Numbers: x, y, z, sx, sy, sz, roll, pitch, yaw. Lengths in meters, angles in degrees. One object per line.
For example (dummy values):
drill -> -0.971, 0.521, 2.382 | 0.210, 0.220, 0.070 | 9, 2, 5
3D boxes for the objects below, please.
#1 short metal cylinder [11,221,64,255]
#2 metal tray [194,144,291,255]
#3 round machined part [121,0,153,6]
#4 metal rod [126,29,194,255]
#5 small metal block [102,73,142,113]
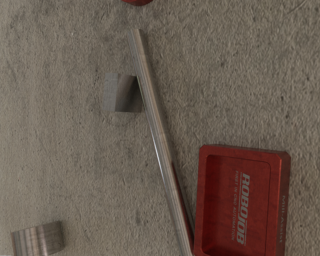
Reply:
short metal cylinder -> -0.214, 0.198, 0.542 | 0.080, 0.081, 0.050 | -22, 76, 37
metal tray -> 0.085, 0.086, 0.330 | 0.090, 0.030, 0.129 | 5, 93, 39
round machined part -> -0.035, -0.222, 0.421 | 0.098, 0.042, 0.097 | 0, 90, 39
metal rod -> 0.001, 0.011, 0.402 | 0.025, 0.025, 0.299 | -23, 76, 37
small metal block -> -0.050, -0.048, 0.428 | 0.025, 0.050, 0.050 | 10, 96, 39
